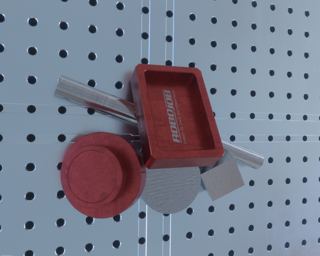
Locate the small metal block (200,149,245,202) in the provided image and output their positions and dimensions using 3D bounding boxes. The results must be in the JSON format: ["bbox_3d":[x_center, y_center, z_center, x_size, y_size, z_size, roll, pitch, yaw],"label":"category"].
[{"bbox_3d":[0.082,0.065,0.428,0.050,0.025,0.050,-27,116,-2],"label":"small metal block"}]

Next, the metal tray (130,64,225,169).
[{"bbox_3d":[0.018,-0.017,0.382,0.091,0.030,0.130,0,61,-21],"label":"metal tray"}]

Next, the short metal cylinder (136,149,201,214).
[{"bbox_3d":[0.005,0.064,0.397,0.081,0.050,0.079,0,90,-20],"label":"short metal cylinder"}]

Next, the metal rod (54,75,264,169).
[{"bbox_3d":[0.013,-0.001,0.414,0.302,0.025,0.025,21,83,-19],"label":"metal rod"}]

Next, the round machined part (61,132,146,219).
[{"bbox_3d":[-0.068,0.053,0.350,0.098,0.042,0.097,-1,85,12],"label":"round machined part"}]
